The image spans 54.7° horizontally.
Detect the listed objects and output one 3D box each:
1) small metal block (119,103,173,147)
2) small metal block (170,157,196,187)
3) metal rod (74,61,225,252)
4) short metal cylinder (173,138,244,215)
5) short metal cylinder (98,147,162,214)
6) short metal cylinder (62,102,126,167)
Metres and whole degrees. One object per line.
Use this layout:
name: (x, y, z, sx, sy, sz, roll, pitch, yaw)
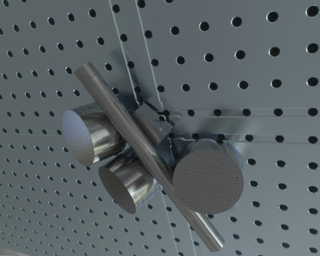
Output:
small metal block: (-0.019, 0.003, 0.418, 0.050, 0.025, 0.050, 40, 129, 1)
small metal block: (0.032, 0.070, 0.433, 0.050, 0.025, 0.050, 42, 129, -1)
metal rod: (-0.008, 0.044, 0.405, 0.025, 0.025, 0.299, -28, 103, 37)
short metal cylinder: (0.059, 0.057, 0.378, 0.080, 0.050, 0.079, 2, 103, 9)
short metal cylinder: (-0.042, 0.074, 0.441, 0.080, 0.050, 0.079, 35, 144, 30)
short metal cylinder: (-0.091, 0.006, 0.424, 0.080, 0.050, 0.079, 26, 127, 40)
